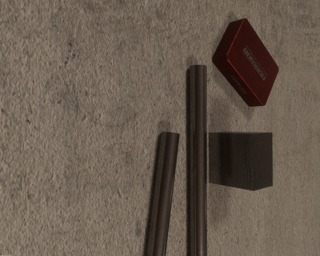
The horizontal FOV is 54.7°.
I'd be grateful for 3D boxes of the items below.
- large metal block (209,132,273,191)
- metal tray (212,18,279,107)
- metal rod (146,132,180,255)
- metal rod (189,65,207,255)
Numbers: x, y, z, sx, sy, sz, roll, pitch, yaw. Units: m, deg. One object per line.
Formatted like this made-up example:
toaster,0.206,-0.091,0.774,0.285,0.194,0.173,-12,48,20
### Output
large metal block,0.123,0.047,0.475,0.050,0.080,0.079,-2,91,-40
metal tray,0.151,-0.108,0.531,0.130,0.030,0.090,41,65,-33
metal rod,-0.004,0.154,0.403,0.025,0.025,0.298,12,83,-40
metal rod,0.056,0.059,0.454,0.025,0.025,0.298,0,90,-40
